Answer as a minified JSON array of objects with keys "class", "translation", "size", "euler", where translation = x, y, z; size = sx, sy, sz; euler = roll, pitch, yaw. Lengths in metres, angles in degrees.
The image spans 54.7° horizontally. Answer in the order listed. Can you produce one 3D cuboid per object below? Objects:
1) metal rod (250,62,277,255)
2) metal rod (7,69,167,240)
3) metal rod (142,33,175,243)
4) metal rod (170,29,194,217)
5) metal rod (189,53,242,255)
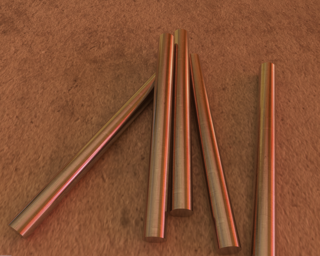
[{"class":"metal rod","translation":[0.133,0.019,0.388],"size":[0.025,0.025,0.300],"euler":[11,51,8]},{"class":"metal rod","translation":[-0.066,0.008,0.395],"size":[0.025,0.025,0.301],"euler":[25,54,19]},{"class":"metal rod","translation":[0.002,-0.012,0.393],"size":[0.025,0.025,0.300],"euler":[3,56,2]},{"class":"metal rod","translation":[0.029,-0.031,0.416],"size":[0.025,0.025,0.300],"euler":[2,54,1]},{"class":"metal rod","translation":[0.060,0.005,0.399],"size":[0.025,0.025,0.300],"euler":[-2,50,-2]}]
